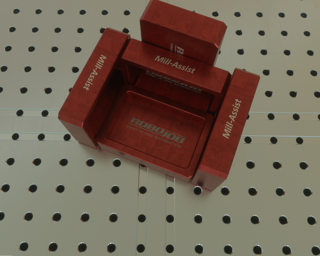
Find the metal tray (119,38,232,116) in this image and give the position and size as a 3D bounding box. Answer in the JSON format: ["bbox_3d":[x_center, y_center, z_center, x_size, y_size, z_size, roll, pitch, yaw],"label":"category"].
[{"bbox_3d":[0.017,-0.058,0.398,0.130,0.090,0.030,21,72,7],"label":"metal tray"}]

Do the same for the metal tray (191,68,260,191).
[{"bbox_3d":[0.078,0.005,0.375,0.030,0.090,0.130,21,71,7],"label":"metal tray"}]

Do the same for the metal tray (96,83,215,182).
[{"bbox_3d":[-0.005,0.005,0.407,0.130,0.030,0.090,21,71,7],"label":"metal tray"}]

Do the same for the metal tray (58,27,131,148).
[{"bbox_3d":[-0.074,-0.048,0.394,0.030,0.090,0.130,21,71,7],"label":"metal tray"}]

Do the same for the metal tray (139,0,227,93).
[{"bbox_3d":[0.025,-0.093,0.389,0.090,0.130,0.030,21,72,7],"label":"metal tray"}]
